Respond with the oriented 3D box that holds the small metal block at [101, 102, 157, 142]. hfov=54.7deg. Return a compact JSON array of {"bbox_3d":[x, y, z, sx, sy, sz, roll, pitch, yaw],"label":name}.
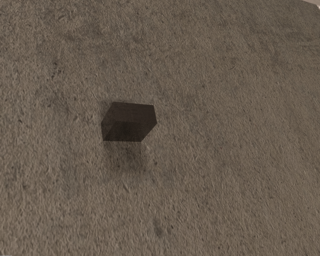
[{"bbox_3d":[-0.038,-0.006,0.372,0.050,0.050,0.025,3,61,-27],"label":"small metal block"}]
